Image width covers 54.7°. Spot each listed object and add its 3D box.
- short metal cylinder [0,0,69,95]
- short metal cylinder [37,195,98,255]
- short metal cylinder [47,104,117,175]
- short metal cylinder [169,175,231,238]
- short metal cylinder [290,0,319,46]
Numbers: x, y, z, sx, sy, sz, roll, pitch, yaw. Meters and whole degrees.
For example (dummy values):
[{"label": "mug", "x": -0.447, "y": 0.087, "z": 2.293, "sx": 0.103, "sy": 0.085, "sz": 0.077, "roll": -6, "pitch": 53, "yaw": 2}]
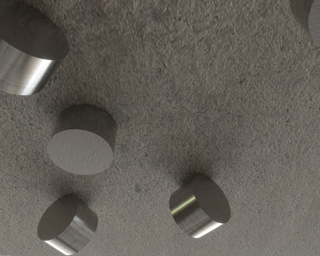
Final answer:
[{"label": "short metal cylinder", "x": -0.138, "y": -0.079, "z": 0.303, "sx": 0.080, "sy": 0.080, "sz": 0.050, "roll": 32, "pitch": 123, "yaw": -24}, {"label": "short metal cylinder", "x": -0.149, "y": 0.156, "z": 0.502, "sx": 0.080, "sy": 0.080, "sz": 0.050, "roll": -24, "pitch": 126, "yaw": 19}, {"label": "short metal cylinder", "x": -0.099, "y": 0.016, "z": 0.403, "sx": 0.081, "sy": 0.050, "sz": 0.079, "roll": 0, "pitch": 130, "yaw": 0}, {"label": "short metal cylinder", "x": 0.061, "y": 0.119, "z": 0.473, "sx": 0.080, "sy": 0.080, "sz": 0.050, "roll": 32, "pitch": 123, "yaw": -25}, {"label": "short metal cylinder", "x": 0.172, "y": -0.120, "z": 0.290, "sx": 0.081, "sy": 0.050, "sz": 0.079, "roll": 0, "pitch": 130, "yaw": 0}]
